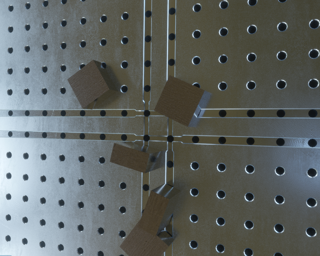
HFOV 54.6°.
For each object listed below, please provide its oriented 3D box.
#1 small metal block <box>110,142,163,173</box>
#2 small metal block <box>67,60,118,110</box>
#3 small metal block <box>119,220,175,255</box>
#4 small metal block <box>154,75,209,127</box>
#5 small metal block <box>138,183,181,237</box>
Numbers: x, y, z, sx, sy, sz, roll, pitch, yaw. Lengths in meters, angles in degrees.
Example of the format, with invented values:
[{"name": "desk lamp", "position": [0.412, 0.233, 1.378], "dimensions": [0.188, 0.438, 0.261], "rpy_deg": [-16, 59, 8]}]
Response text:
[{"name": "small metal block", "position": [-0.030, 0.037, 0.410], "dimensions": [0.050, 0.050, 0.025], "rpy_deg": [15, 95, 19]}, {"name": "small metal block", "position": [-0.097, -0.062, 0.448], "dimensions": [0.050, 0.025, 0.050], "rpy_deg": [-33, 80, 17]}, {"name": "small metal block", "position": [-0.017, 0.156, 0.419], "dimensions": [0.050, 0.025, 0.050], "rpy_deg": [39, 102, 16]}, {"name": "small metal block", "position": [0.028, -0.035, 0.403], "dimensions": [0.050, 0.025, 0.050], "rpy_deg": [27, 99, 18]}, {"name": "small metal block", "position": [0.001, 0.104, 0.399], "dimensions": [0.025, 0.050, 0.050], "rpy_deg": [22, 97, 19]}]
